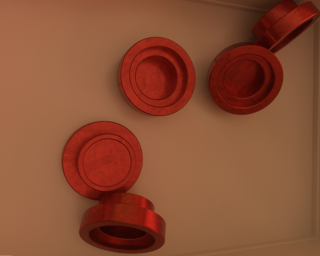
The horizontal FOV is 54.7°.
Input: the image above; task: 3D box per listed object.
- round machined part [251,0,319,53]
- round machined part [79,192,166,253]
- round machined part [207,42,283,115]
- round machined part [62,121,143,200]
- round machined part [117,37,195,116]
[{"bbox_3d":[0.170,-0.144,0.440,0.099,0.098,0.042,-32,81,-17],"label":"round machined part"},{"bbox_3d":[-0.042,0.111,0.368,0.099,0.097,0.042,22,47,-19],"label":"round machined part"},{"bbox_3d":[0.114,-0.071,0.429,0.099,0.042,0.097,0,118,0],"label":"round machined part"},{"bbox_3d":[-0.068,0.040,0.377,0.099,0.042,0.097,0,90,-21],"label":"round machined part"},{"bbox_3d":[-0.008,-0.063,0.400,0.099,0.042,0.097,0,90,-21],"label":"round machined part"}]
